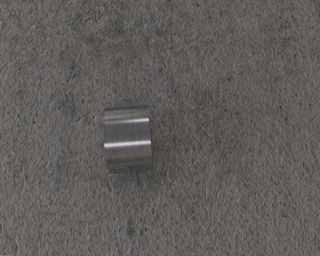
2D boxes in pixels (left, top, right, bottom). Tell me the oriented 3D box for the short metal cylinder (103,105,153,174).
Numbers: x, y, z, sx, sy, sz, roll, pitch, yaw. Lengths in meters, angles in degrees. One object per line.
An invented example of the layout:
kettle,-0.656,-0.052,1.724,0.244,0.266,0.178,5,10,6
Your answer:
short metal cylinder,-0.036,0.013,0.374,0.050,0.080,0.080,-5,70,-2
